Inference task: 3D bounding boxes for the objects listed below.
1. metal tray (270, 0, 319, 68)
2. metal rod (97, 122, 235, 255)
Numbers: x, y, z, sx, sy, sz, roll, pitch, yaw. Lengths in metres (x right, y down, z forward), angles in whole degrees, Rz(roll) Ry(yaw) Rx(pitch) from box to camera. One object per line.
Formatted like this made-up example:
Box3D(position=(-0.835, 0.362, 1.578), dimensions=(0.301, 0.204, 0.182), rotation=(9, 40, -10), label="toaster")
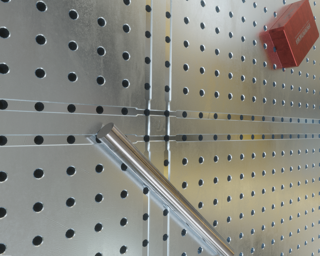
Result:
Box3D(position=(0.281, -0.195, 0.641), dimensions=(0.131, 0.030, 0.090), rotation=(-47, 118, -30), label="metal tray")
Box3D(position=(0.023, 0.102, 0.428), dimensions=(0.300, 0.025, 0.025), rotation=(49, 61, -29), label="metal rod")
